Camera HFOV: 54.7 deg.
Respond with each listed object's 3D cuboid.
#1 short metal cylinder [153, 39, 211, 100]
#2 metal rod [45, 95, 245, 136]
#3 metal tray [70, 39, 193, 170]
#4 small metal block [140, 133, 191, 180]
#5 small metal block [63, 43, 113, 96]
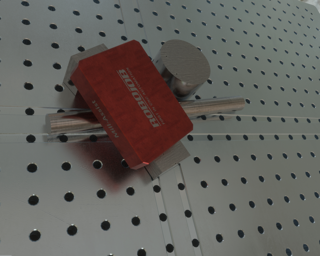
[{"bbox_3d":[0.027,-0.083,0.458,0.081,0.050,0.080,14,56,-21],"label":"short metal cylinder"},{"bbox_3d":[0.002,-0.022,0.425,0.303,0.025,0.025,-8,66,-32],"label":"metal rod"},{"bbox_3d":[-0.029,-0.030,0.359,0.091,0.030,0.130,-35,93,-38],"label":"metal tray"},{"bbox_3d":[0.002,0.029,0.391,0.050,0.025,0.050,-26,76,-37],"label":"small metal block"},{"bbox_3d":[-0.089,-0.073,0.389,0.025,0.050,0.050,49,51,6],"label":"small metal block"}]
